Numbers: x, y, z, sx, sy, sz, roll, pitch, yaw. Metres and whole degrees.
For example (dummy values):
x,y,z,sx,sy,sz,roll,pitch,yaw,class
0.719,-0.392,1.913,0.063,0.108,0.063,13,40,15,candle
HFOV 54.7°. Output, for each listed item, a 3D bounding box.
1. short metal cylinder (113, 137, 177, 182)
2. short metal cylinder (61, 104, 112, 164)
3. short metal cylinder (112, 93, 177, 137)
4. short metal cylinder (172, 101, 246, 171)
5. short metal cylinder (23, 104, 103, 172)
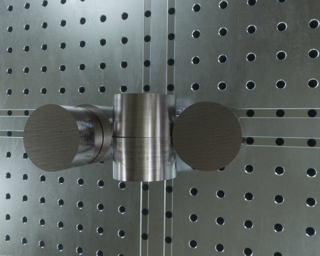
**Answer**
x,y,z,sx,sy,sz,roll,pitch,yaw,class
-0.019,0.036,0.390,0.080,0.080,0.050,-1,90,20,short metal cylinder
-0.090,0.008,0.431,0.080,0.050,0.079,0,90,19,short metal cylinder
-0.019,-0.015,0.390,0.080,0.080,0.050,1,91,20,short metal cylinder
0.061,0.009,0.377,0.080,0.050,0.079,0,90,19,short metal cylinder
-0.120,0.011,0.387,0.080,0.050,0.079,0,90,20,short metal cylinder
